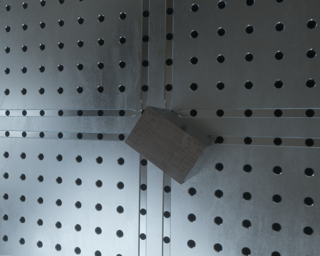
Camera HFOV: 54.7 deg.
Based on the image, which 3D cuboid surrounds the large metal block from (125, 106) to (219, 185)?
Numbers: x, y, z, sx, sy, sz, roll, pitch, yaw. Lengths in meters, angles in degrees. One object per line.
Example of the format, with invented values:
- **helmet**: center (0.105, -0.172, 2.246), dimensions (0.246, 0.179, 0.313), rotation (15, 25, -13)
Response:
- **large metal block**: center (0.018, 0.018, 0.376), dimensions (0.080, 0.080, 0.050), rotation (35, 101, 16)
